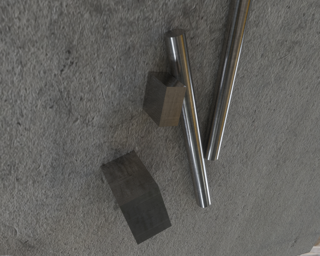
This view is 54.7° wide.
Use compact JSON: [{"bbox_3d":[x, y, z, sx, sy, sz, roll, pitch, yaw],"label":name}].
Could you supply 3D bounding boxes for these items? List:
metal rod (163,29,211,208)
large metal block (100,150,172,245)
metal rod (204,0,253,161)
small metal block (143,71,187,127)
[{"bbox_3d":[0.045,0.009,0.439,0.025,0.025,0.298,-24,128,-14],"label":"metal rod"},{"bbox_3d":[-0.032,0.090,0.411,0.050,0.080,0.080,-25,128,-13],"label":"large metal block"},{"bbox_3d":[0.090,-0.086,0.404,0.025,0.025,0.298,-9,123,-24],"label":"metal rod"},{"bbox_3d":[0.004,-0.036,0.372,0.025,0.050,0.050,-4,120,-27],"label":"small metal block"}]
